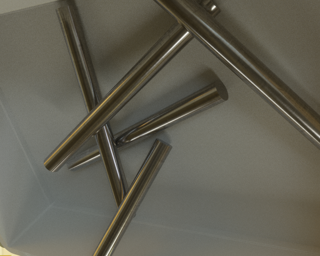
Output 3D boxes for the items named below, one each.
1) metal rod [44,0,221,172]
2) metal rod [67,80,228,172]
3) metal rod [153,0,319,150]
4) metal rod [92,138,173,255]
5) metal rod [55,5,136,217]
[{"bbox_3d":[-0.050,-0.037,0.370,0.299,0.025,0.025,-41,95,26],"label":"metal rod"},{"bbox_3d":[-0.039,0.010,0.435,0.299,0.025,0.025,-26,105,37],"label":"metal rod"},{"bbox_3d":[0.114,-0.035,0.305,0.300,0.025,0.025,40,130,-8],"label":"metal rod"},{"bbox_3d":[-0.065,0.150,0.434,0.025,0.025,0.299,30,95,9],"label":"metal rod"},{"bbox_3d":[-0.081,-0.008,0.420,0.025,0.025,0.298,-4,109,30],"label":"metal rod"}]
